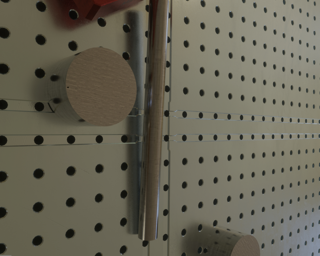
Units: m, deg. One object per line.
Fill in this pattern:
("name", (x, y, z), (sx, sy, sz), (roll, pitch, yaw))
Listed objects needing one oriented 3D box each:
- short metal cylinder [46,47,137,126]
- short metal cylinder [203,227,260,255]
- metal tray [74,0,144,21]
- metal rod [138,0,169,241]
("short metal cylinder", (-0.072, -0.041, 0.332), (0.081, 0.050, 0.080), (0, 90, -40))
("short metal cylinder", (0.113, 0.202, 0.488), (0.081, 0.050, 0.080), (0, 90, -40))
("metal tray", (-0.050, -0.185, 0.347), (0.131, 0.030, 0.090), (-37, 98, -34))
("metal rod", (-0.008, -0.010, 0.392), (0.025, 0.025, 0.298), (1, 92, -40))
